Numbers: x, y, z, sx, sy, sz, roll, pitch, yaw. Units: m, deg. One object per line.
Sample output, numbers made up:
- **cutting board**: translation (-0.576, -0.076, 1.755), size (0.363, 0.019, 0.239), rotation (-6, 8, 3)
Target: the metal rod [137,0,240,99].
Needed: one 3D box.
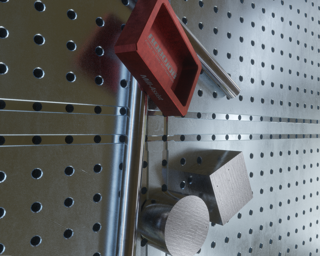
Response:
- **metal rod**: translation (0.024, -0.137, 0.431), size (0.301, 0.025, 0.025), rotation (38, 67, -34)

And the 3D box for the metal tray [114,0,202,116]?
- **metal tray**: translation (0.005, -0.085, 0.382), size (0.130, 0.030, 0.090), rotation (50, 52, -46)

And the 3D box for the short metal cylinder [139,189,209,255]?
- **short metal cylinder**: translation (0.020, 0.126, 0.412), size (0.081, 0.050, 0.079), rotation (0, 90, -40)

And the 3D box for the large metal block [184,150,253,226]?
- **large metal block**: translation (0.091, 0.087, 0.472), size (0.081, 0.050, 0.080), rotation (-27, 107, -37)

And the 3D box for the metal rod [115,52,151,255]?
- **metal rod**: translation (-0.032, 0.021, 0.384), size (0.025, 0.025, 0.298), rotation (7, 85, -40)
